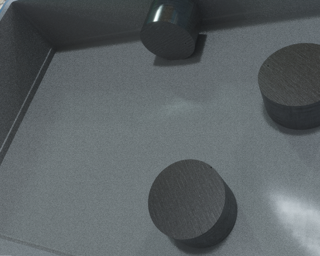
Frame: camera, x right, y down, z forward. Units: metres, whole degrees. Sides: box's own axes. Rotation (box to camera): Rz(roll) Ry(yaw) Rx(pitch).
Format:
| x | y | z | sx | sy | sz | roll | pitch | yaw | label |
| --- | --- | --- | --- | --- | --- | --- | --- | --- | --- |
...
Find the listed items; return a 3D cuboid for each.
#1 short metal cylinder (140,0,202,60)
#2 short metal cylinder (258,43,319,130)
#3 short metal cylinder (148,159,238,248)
| x | y | z | sx | sy | sz | roll | pitch | yaw | label |
| --- | --- | --- | --- | --- | --- | --- | --- | --- | --- |
| 0.017 | -0.144 | 0.450 | 0.080 | 0.080 | 0.050 | 3 | 63 | 29 | short metal cylinder |
| 0.152 | -0.045 | 0.337 | 0.080 | 0.050 | 0.080 | -13 | 56 | 21 | short metal cylinder |
| 0.035 | 0.079 | 0.323 | 0.080 | 0.050 | 0.080 | -13 | 56 | 21 | short metal cylinder |
